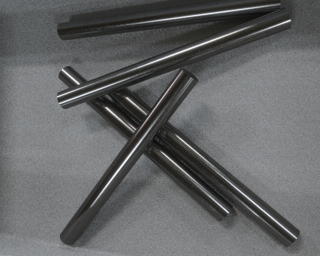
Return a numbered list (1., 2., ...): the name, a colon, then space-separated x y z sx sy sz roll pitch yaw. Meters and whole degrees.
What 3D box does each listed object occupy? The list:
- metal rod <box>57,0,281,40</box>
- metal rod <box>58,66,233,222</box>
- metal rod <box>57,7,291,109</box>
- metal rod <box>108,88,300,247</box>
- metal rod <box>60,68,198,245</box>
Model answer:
1. metal rod: -0.002 -0.145 0.410 0.301 0.025 0.025 -1 90 19
2. metal rod: -0.029 0.012 0.419 0.300 0.025 0.025 40 103 15
3. metal rod: 0.007 -0.082 0.390 0.301 0.025 0.025 -18 84 12
4. metal rod: 0.042 0.034 0.394 0.300 0.025 0.025 40 103 15
5. metal rod: -0.051 0.050 0.405 0.025 0.025 0.299 43 111 14
